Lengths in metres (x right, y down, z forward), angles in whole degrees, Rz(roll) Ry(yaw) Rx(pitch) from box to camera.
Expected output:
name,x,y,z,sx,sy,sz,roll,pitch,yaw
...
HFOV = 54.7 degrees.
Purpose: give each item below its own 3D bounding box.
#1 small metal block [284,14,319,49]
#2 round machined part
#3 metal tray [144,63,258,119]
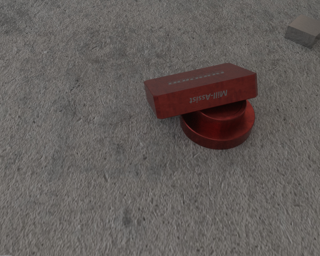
name,x,y,z,sx,sy,sz,roll,pitch,yaw
small metal block,0.259,-0.172,0.550,0.050,0.025,0.050,34,58,25
round machined part,0.077,-0.023,0.412,0.099,0.042,0.098,0,50,0
metal tray,0.050,-0.053,0.413,0.131,0.030,0.090,-13,22,-7
